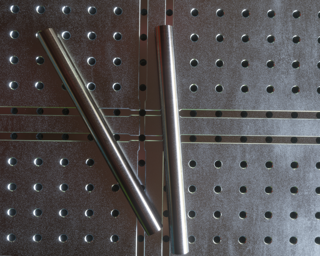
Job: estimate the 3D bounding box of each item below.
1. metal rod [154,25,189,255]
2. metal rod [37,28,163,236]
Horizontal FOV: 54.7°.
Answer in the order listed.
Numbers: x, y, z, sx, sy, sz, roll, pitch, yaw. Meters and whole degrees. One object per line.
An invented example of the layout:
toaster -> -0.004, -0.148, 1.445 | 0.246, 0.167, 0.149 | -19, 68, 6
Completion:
metal rod -> 0.016, 0.015, 0.413 | 0.025, 0.025, 0.298 | -4, 90, -1
metal rod -> -0.079, 0.006, 0.412 | 0.025, 0.025, 0.299 | -29, 90, 0
